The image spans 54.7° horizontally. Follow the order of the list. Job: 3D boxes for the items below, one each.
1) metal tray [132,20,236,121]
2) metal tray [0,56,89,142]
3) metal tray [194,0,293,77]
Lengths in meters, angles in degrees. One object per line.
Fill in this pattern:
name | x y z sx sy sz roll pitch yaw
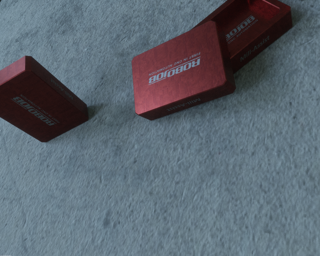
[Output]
metal tray | 0.025 -0.071 0.403 0.130 0.030 0.090 -18 67 30
metal tray | -0.179 -0.035 0.449 0.090 0.130 0.030 -26 53 12
metal tray | 0.100 -0.130 0.426 0.130 0.030 0.090 -39 51 1
